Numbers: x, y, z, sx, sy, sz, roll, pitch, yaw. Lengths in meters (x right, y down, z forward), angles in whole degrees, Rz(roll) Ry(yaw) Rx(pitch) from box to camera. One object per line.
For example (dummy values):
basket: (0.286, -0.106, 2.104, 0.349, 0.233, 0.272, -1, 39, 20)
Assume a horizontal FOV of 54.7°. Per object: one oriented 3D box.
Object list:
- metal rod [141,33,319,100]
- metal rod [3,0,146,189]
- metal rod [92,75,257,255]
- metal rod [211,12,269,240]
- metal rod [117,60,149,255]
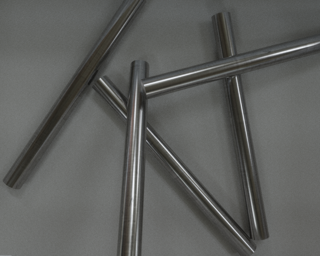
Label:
metal rod: (0.124, -0.087, 0.390, 0.302, 0.025, 0.025, -16, 90, -9)
metal rod: (-0.112, -0.050, 0.410, 0.025, 0.025, 0.299, 34, 90, 0)
metal rod: (0.019, 0.051, 0.411, 0.025, 0.025, 0.300, -41, 90, 0)
metal rod: (0.107, -0.003, 0.411, 0.025, 0.025, 0.298, -10, 90, 0)
metal rod: (-0.030, 0.052, 0.350, 0.025, 0.025, 0.299, 1, 65, 0)
